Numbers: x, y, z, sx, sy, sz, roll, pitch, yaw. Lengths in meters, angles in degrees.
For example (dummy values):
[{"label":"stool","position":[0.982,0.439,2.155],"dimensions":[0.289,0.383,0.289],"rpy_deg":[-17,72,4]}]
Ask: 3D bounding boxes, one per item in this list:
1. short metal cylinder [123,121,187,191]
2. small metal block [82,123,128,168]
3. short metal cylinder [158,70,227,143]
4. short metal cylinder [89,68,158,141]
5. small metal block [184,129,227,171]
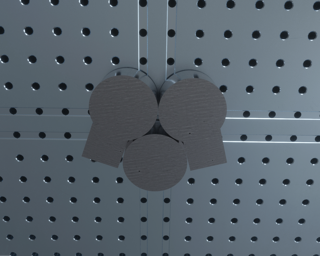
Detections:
[{"label":"short metal cylinder","position":[-0.006,0.036,0.409],"dimensions":[0.081,0.050,0.079],"rpy_deg":[0,110,0]},{"label":"small metal block","position":[-0.071,0.020,0.416],"dimensions":[0.050,0.025,0.050],"rpy_deg":[20,109,-7]},{"label":"short metal cylinder","position":[0.038,-0.028,0.386],"dimensions":[0.081,0.050,0.079],"rpy_deg":[0,110,0]},{"label":"short metal cylinder","position":[-0.043,-0.031,0.384],"dimensions":[0.081,0.050,0.079],"rpy_deg":[0,110,0]},{"label":"small metal block","position":[0.059,0.025,0.420],"dimensions":[0.050,0.025,0.050],"rpy_deg":[-13,110,4]}]
